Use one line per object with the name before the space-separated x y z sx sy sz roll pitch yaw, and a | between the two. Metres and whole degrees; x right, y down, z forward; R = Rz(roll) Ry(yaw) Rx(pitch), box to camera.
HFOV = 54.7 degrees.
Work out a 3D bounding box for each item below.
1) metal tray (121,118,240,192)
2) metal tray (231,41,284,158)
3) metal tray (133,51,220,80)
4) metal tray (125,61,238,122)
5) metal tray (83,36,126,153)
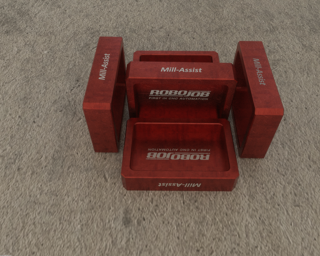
metal tray | 0.023 0.030 0.378 0.131 0.030 0.090 1 49 0
metal tray | 0.116 -0.038 0.395 0.030 0.090 0.130 1 50 1
metal tray | 0.024 -0.076 0.465 0.131 0.030 0.090 0 53 0
metal tray | 0.025 -0.041 0.398 0.131 0.090 0.030 1 52 1
metal tray | -0.066 -0.044 0.399 0.030 0.090 0.130 1 51 1
